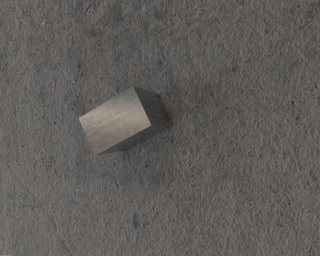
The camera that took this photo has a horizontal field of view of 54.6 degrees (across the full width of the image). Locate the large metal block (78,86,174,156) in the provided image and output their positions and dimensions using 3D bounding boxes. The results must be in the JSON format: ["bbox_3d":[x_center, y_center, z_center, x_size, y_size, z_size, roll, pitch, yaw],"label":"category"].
[{"bbox_3d":[-0.040,-0.008,0.394,0.080,0.080,0.050,-28,81,18],"label":"large metal block"}]
